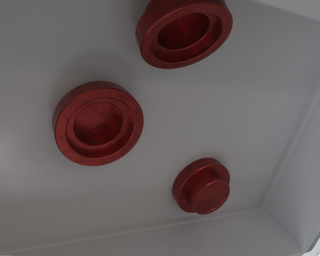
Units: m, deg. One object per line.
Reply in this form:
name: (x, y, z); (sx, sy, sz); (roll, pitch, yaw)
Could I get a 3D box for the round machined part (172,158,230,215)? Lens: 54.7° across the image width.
round machined part: (0.073, 0.100, 0.499); (0.099, 0.042, 0.097); (-14, 124, -21)

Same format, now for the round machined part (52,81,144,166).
round machined part: (-0.072, -0.008, 0.353); (0.099, 0.042, 0.097); (-14, 124, -21)

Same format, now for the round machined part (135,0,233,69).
round machined part: (0.021, -0.108, 0.323); (0.099, 0.042, 0.098); (-16, 159, -6)
